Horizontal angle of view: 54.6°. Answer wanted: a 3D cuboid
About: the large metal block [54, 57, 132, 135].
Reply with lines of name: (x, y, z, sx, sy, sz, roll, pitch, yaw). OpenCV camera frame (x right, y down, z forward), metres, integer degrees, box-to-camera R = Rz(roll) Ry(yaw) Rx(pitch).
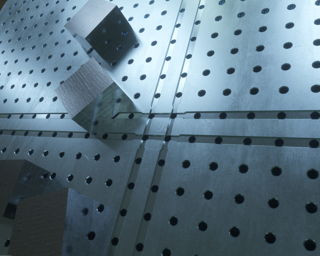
large metal block: (-0.104, -0.050, 0.479, 0.080, 0.050, 0.080, -41, 51, 0)

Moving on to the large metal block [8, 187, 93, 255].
large metal block: (-0.134, 0.128, 0.385, 0.080, 0.050, 0.080, -17, 55, 19)

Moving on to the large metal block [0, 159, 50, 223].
large metal block: (-0.221, 0.093, 0.453, 0.080, 0.050, 0.080, -4, 60, 26)

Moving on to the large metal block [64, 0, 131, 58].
large metal block: (-0.115, -0.187, 0.569, 0.080, 0.050, 0.080, -49, 51, -6)
